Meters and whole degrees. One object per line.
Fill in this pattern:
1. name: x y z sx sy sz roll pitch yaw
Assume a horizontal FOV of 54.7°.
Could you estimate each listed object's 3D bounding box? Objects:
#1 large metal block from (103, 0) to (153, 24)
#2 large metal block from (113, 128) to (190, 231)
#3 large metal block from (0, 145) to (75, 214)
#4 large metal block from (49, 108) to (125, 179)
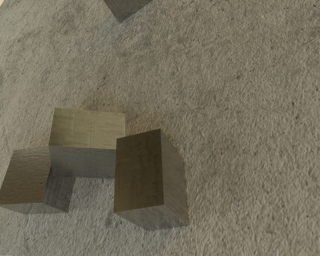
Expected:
1. large metal block: -0.068 -0.253 0.559 0.080 0.080 0.050 -34 52 6
2. large metal block: -0.007 0.059 0.334 0.050 0.080 0.080 -13 56 17
3. large metal block: -0.167 0.073 0.431 0.080 0.050 0.080 -9 58 24
4. large metal block: -0.088 0.022 0.381 0.081 0.080 0.050 4 56 -13
